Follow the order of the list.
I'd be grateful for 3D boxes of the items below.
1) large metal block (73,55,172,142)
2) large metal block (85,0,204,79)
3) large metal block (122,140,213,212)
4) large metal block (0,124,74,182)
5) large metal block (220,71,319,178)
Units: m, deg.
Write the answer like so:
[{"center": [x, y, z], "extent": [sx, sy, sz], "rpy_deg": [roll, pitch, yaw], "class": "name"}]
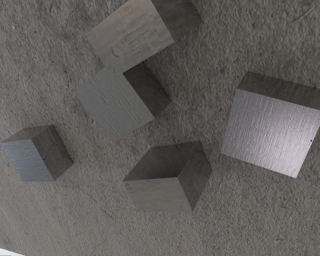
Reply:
[{"center": [-0.046, -0.040, 0.391], "extent": [0.080, 0.050, 0.080], "rpy_deg": [-27, 104, 37], "class": "large metal block"}, {"center": [-0.013, -0.102, 0.315], "extent": [0.080, 0.080, 0.050], "rpy_deg": [-22, 107, 36], "class": "large metal block"}, {"center": [0.012, 0.063, 0.404], "extent": [0.080, 0.080, 0.050], "rpy_deg": [-10, 113, 32], "class": "large metal block"}, {"center": [-0.208, 0.044, 0.527], "extent": [0.080, 0.050, 0.080], "rpy_deg": [-7, 115, 31], "class": "large metal block"}, {"center": [0.117, -0.005, 0.326], "extent": [0.080, 0.050, 0.079], "rpy_deg": [18, 126, 17], "class": "large metal block"}]
